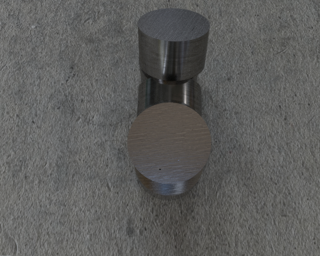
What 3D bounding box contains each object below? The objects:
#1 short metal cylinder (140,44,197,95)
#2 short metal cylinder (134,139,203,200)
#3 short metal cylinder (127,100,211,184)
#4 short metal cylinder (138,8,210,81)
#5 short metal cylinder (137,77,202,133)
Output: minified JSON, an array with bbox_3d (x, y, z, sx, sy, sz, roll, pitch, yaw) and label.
[{"bbox_3d":[0.013,-0.081,0.426,0.081,0.050,0.080,0,70,0],"label":"short metal cylinder"},{"bbox_3d":[0.010,0.046,0.380,0.081,0.050,0.080,0,70,0],"label":"short metal cylinder"},{"bbox_3d":[0.009,0.012,0.321,0.080,0.050,0.079,0,98,1],"label":"short metal cylinder"},{"bbox_3d":[0.015,-0.099,0.364,0.081,0.050,0.080,1,45,-1],"label":"short metal cylinder"},{"bbox_3d":[0.012,-0.025,0.390,0.080,0.080,0.050,1,70,0],"label":"short metal cylinder"}]
